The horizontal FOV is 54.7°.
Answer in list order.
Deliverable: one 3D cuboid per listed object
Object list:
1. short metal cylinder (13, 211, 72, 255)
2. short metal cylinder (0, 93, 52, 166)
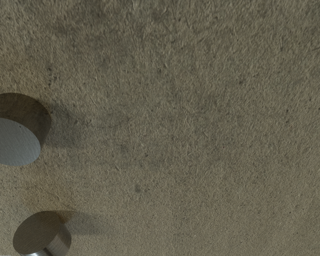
[{"bbox_3d":[-0.200,0.191,0.532,0.080,0.080,0.050,-9,130,7],"label":"short metal cylinder"},{"bbox_3d":[-0.185,0.002,0.391,0.081,0.050,0.079,0,130,0],"label":"short metal cylinder"}]
